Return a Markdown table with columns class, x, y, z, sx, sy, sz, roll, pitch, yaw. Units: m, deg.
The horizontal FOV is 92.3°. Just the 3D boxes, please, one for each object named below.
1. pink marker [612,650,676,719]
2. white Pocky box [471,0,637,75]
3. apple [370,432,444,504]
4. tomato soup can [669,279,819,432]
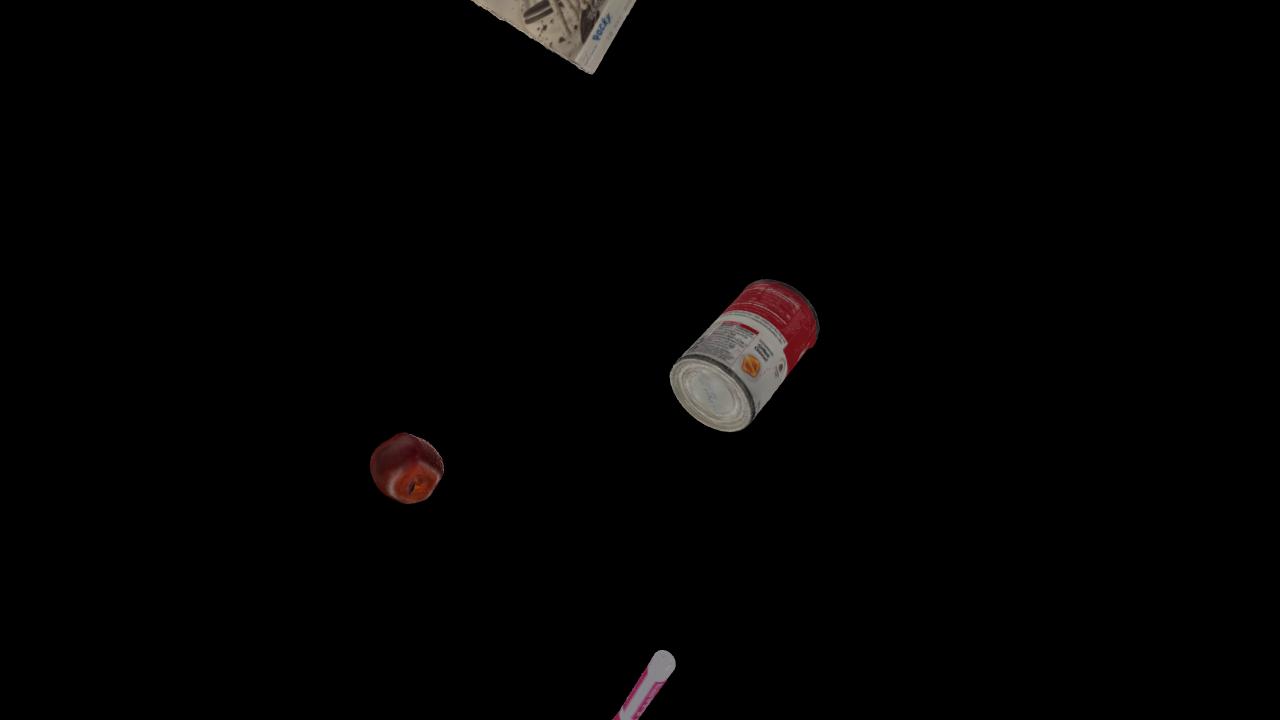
| class | x | y | z | sx | sy | sz | roll | pitch | yaw |
| --- | --- | --- | --- | --- | --- | --- | --- | --- | --- |
| pink marker | 0.000 | 0.281 | 0.511 | 0.020 | 0.121 | 0.020 | 16 | 33 | -11 |
| white Pocky box | -0.072 | -0.276 | 0.435 | 0.154 | 0.084 | 0.028 | 39 | 16 | 19 |
| apple | -0.273 | 0.125 | 0.718 | 0.079 | 0.079 | 0.093 | 0 | 26 | -33 |
| tomato soup can | 0.076 | -0.004 | 0.443 | 0.068 | 0.068 | 0.101 | 0 | 35 | 46 |
